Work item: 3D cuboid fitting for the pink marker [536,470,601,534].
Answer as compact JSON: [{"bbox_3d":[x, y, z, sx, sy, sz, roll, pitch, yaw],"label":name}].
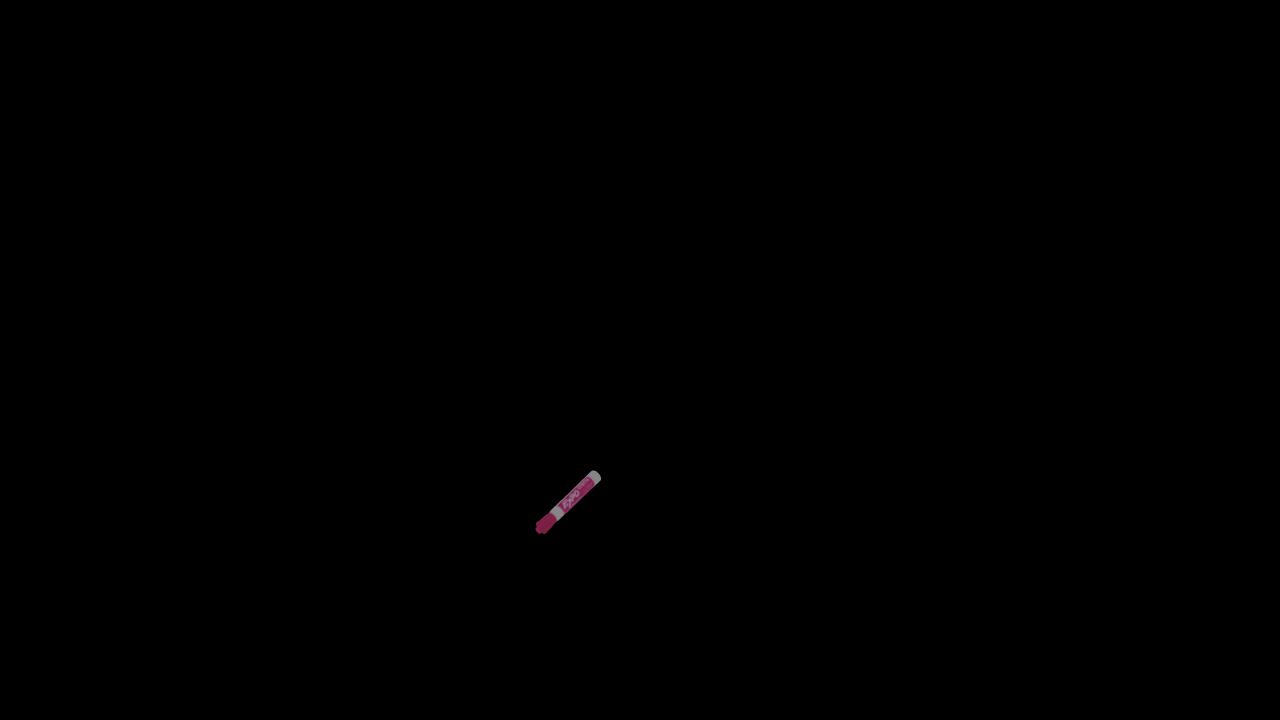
[{"bbox_3d":[-0.098,0.194,0.840,0.020,0.020,0.121,0,29,42],"label":"pink marker"}]
